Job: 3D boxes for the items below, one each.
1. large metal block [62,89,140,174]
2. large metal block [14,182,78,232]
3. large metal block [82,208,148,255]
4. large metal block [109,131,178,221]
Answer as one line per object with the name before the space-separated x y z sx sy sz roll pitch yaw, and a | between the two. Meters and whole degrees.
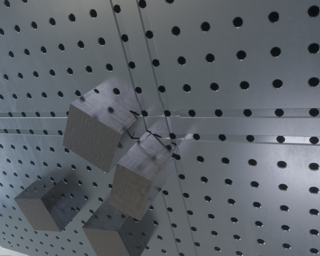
large metal block | -0.086 0.005 0.444 0.080 0.050 0.079 31 128 8
large metal block | -0.224 0.154 0.610 0.080 0.050 0.080 -8 114 32
large metal block | -0.080 0.194 0.558 0.080 0.050 0.080 -6 116 31
large metal block | -0.023 0.065 0.429 0.050 0.080 0.079 26 128 12
